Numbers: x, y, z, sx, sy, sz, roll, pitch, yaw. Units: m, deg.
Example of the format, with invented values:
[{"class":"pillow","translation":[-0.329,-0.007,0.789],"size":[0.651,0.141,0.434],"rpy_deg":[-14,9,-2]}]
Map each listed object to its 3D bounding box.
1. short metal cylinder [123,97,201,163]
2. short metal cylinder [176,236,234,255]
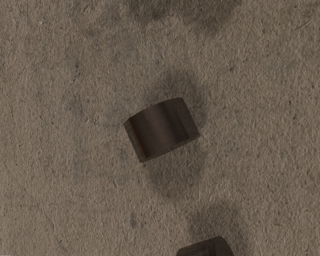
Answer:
[{"class":"short metal cylinder","translation":[0.002,0.003,0.378],"size":[0.080,0.080,0.050],"rpy_deg":[-27,81,18]},{"class":"short metal cylinder","translation":[0.059,0.173,0.359],"size":[0.050,0.080,0.080],"rpy_deg":[-25,82,18]}]
